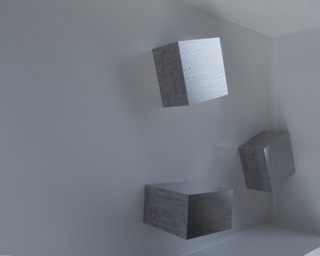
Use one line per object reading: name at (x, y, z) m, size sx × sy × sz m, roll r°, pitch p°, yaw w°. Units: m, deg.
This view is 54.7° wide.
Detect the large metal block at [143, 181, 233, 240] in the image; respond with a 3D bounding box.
large metal block at (0.036, 0.102, 0.401) m, size 0.081 × 0.080 × 0.050 m, roll 4°, pitch 87°, yaw -40°

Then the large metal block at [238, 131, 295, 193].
large metal block at (0.190, 0.057, 0.550) m, size 0.081 × 0.050 × 0.080 m, roll -25°, pitch 106°, yaw -37°

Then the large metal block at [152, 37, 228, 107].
large metal block at (0.043, -0.077, 0.426) m, size 0.081 × 0.050 × 0.079 m, roll -18°, pitch 102°, yaw -39°
